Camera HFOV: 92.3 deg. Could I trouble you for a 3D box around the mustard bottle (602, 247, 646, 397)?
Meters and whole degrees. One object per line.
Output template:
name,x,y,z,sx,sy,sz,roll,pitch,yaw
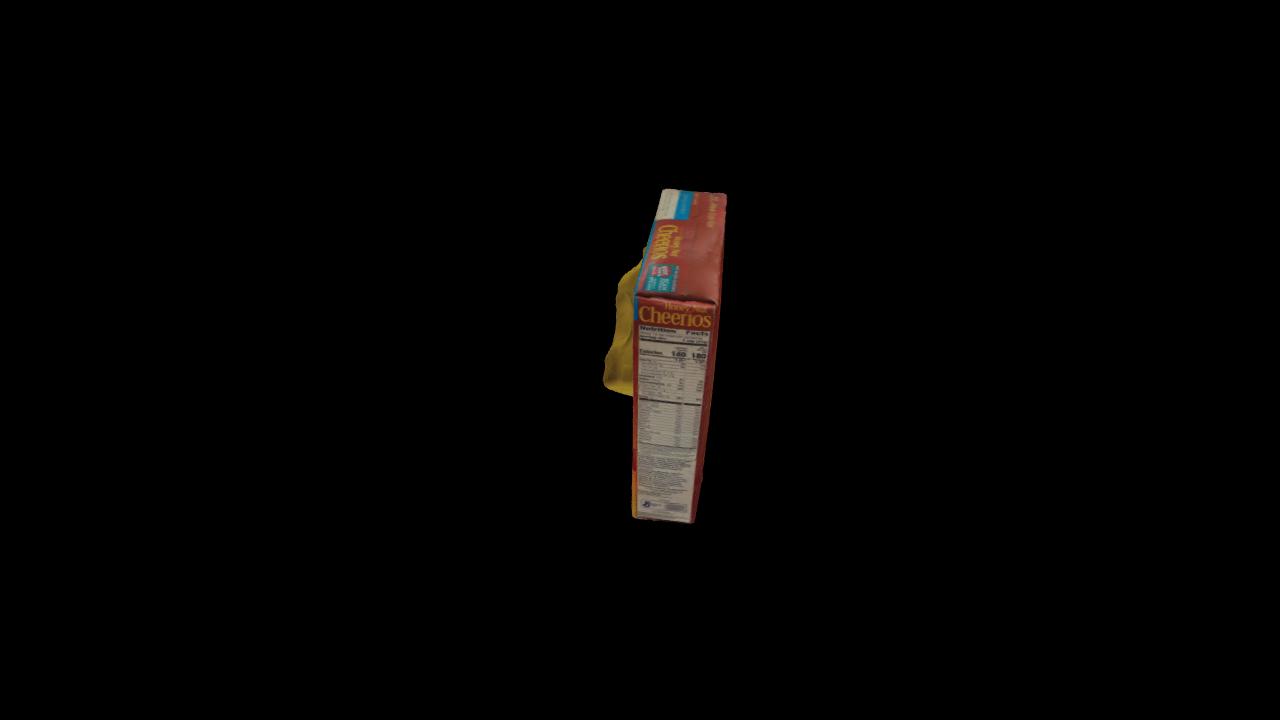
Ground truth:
mustard bottle,0.016,-0.052,0.654,0.092,0.184,0.054,14,-15,-26

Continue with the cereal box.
cereal box,0.040,0.001,0.657,0.081,0.306,0.203,5,41,6
